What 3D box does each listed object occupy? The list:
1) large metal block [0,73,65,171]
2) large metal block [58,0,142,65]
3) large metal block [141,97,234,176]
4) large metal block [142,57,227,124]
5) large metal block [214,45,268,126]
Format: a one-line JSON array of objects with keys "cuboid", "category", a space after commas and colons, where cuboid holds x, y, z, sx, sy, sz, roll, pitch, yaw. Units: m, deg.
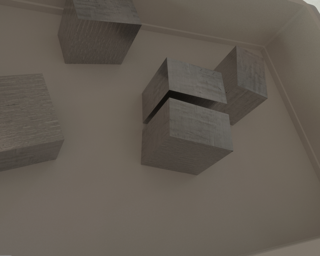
[{"cuboid": [-0.152, -0.005, 0.311, 0.081, 0.050, 0.080, -12, 68, -33], "category": "large metal block"}, {"cuboid": [-0.082, -0.129, 0.406, 0.081, 0.080, 0.050, -6, 65, -31], "category": "large metal block"}, {"cuboid": [0.030, 0.014, 0.379, 0.081, 0.080, 0.050, 14, 56, -21], "category": "large metal block"}, {"cuboid": [0.029, -0.040, 0.412, 0.081, 0.080, 0.050, 11, 57, -23], "category": "large metal block"}, {"cuboid": [0.114, -0.063, 0.472, 0.050, 0.080, 0.080, 20, 54, -17], "category": "large metal block"}]
